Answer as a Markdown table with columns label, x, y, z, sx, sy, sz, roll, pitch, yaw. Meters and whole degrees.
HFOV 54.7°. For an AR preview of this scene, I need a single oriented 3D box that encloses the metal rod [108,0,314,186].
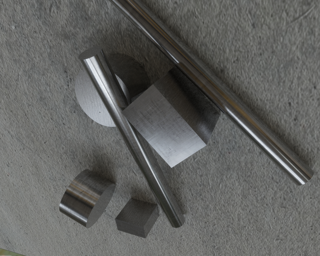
| label | x | y | z | sx | sy | sz | roll | pitch | yaw |
| --- | --- | --- | --- | --- | --- | --- | --- | --- | --- |
| metal rod | 0.057 | -0.047 | 0.347 | 0.300 | 0.025 | 0.025 | 44 | 129 | -3 |

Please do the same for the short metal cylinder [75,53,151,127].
| label | x | y | z | sx | sy | sz | roll | pitch | yaw |
| --- | --- | --- | --- | --- | --- | --- | --- | --- | --- |
| short metal cylinder | -0.059 | -0.048 | 0.392 | 0.080 | 0.050 | 0.079 | 13 | 124 | 21 |

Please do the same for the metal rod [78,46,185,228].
| label | x | y | z | sx | sy | sz | roll | pitch | yaw |
| --- | --- | --- | --- | --- | --- | --- | --- | --- | --- |
| metal rod | -0.021 | 0.036 | 0.393 | 0.025 | 0.025 | 0.299 | 0 | 133 | 28 |

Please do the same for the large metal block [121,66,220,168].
| label | x | y | z | sx | sy | sz | roll | pitch | yaw |
| --- | --- | --- | --- | --- | --- | --- | --- | --- | --- |
| large metal block | 0.016 | -0.016 | 0.349 | 0.050 | 0.080 | 0.080 | -38 | 97 | 31 |

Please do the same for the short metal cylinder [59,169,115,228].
| label | x | y | z | sx | sy | sz | roll | pitch | yaw |
| --- | --- | --- | --- | --- | --- | --- | --- | --- | --- |
| short metal cylinder | -0.116 | 0.114 | 0.503 | 0.050 | 0.080 | 0.079 | 28 | 128 | 11 |

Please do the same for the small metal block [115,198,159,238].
| label | x | y | z | sx | sy | sz | roll | pitch | yaw |
| --- | --- | --- | --- | --- | --- | --- | --- | --- | --- |
| small metal block | -0.036 | 0.144 | 0.498 | 0.050 | 0.050 | 0.025 | 8 | 122 | 24 |
